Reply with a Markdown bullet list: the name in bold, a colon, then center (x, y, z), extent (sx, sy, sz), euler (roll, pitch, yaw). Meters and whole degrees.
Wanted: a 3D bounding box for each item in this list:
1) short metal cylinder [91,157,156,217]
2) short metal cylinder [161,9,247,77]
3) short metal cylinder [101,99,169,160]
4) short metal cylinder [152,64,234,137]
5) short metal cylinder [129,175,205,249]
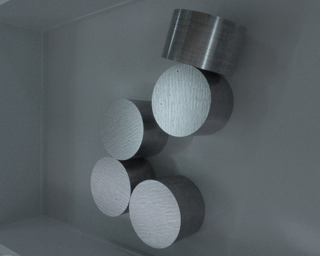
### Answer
- **short metal cylinder**: center (-0.051, 0.078, 0.433), extent (0.080, 0.050, 0.080), euler (0, 90, 40)
- **short metal cylinder**: center (0.046, -0.090, 0.333), extent (0.080, 0.081, 0.050), euler (26, 106, 37)
- **short metal cylinder**: center (-0.035, 0.002, 0.419), extent (0.080, 0.050, 0.080), euler (0, 90, 40)
- **short metal cylinder**: center (0.037, -0.030, 0.360), extent (0.080, 0.050, 0.080), euler (0, 90, 40)
- **short metal cylinder**: center (0.008, 0.101, 0.384), extent (0.080, 0.050, 0.080), euler (0, 90, 40)
